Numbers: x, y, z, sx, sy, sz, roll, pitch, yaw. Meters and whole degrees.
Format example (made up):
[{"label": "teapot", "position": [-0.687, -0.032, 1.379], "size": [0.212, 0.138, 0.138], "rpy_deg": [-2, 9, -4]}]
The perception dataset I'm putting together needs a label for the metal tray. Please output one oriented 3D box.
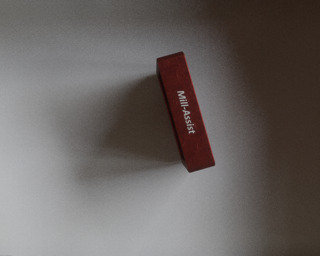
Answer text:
[{"label": "metal tray", "position": [0.028, -0.017, 0.376], "size": [0.030, 0.090, 0.129], "rpy_deg": [-16, 90, -1]}]
